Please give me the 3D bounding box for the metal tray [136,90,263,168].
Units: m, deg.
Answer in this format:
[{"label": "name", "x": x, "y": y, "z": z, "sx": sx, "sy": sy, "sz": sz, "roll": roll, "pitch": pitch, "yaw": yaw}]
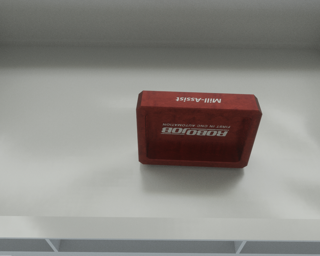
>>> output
[{"label": "metal tray", "x": 0.041, "y": 0.004, "z": 0.357, "sx": 0.131, "sy": 0.089, "sz": 0.030, "roll": 2, "pitch": 41, "yaw": 1}]
